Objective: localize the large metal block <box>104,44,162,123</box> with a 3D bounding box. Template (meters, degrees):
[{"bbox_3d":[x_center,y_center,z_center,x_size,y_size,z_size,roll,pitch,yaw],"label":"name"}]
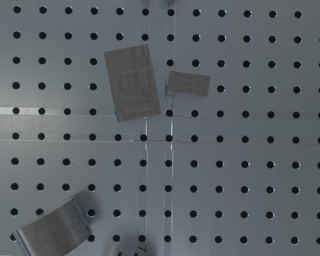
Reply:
[{"bbox_3d":[-0.031,-0.050,0.386,0.050,0.080,0.080,-11,90,0],"label":"large metal block"}]

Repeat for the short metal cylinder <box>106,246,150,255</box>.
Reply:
[{"bbox_3d":[-0.044,0.202,0.401,0.081,0.050,0.079,0,90,0],"label":"short metal cylinder"}]

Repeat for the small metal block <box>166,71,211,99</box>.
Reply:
[{"bbox_3d":[0.035,-0.054,0.401,0.050,0.050,0.025,8,90,0],"label":"small metal block"}]

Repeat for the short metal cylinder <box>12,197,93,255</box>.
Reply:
[{"bbox_3d":[-0.132,0.128,0.385,0.080,0.080,0.050,-28,90,0],"label":"short metal cylinder"}]
